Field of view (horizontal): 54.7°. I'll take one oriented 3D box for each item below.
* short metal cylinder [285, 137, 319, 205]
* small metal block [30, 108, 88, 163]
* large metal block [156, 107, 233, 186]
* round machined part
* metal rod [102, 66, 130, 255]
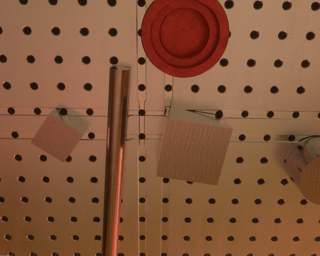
[{"bbox_3d":[0.221,0.058,0.425,0.081,0.050,0.079,0,110,-1],"label":"short metal cylinder"},{"bbox_3d":[-0.134,0.010,0.415,0.050,0.025,0.050,34,106,-12],"label":"small metal block"},{"bbox_3d":[0.042,0.023,0.409,0.081,0.050,0.079,9,110,-4],"label":"large metal block"},{"bbox_3d":[0.028,-0.112,0.364,0.099,0.042,0.097,0,110,-1],"label":"round machined part"},{"bbox_3d":[-0.065,0.064,0.436,0.025,0.025,0.298,5,110,-2],"label":"metal rod"}]
